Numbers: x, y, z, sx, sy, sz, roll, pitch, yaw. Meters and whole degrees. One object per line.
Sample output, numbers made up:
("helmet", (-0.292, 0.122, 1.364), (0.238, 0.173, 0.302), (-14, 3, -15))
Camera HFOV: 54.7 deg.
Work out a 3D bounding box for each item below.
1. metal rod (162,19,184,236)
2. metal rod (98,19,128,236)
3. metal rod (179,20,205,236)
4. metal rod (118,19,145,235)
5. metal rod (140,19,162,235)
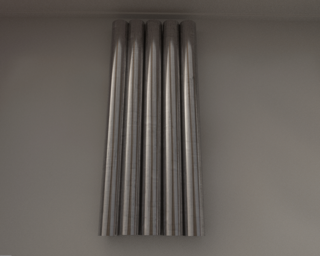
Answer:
("metal rod", (0.016, -0.014, 0.414), (0.025, 0.025, 0.299), (0, 70, 0))
("metal rod", (-0.059, -0.014, 0.413), (0.025, 0.025, 0.299), (0, 70, 0))
("metal rod", (0.041, -0.014, 0.413), (0.025, 0.025, 0.299), (0, 70, 0))
("metal rod", (-0.035, -0.015, 0.413), (0.025, 0.025, 0.299), (0, 70, 0))
("metal rod", (-0.010, -0.015, 0.414), (0.025, 0.025, 0.299), (0, 70, 0))
